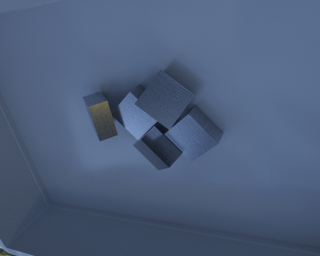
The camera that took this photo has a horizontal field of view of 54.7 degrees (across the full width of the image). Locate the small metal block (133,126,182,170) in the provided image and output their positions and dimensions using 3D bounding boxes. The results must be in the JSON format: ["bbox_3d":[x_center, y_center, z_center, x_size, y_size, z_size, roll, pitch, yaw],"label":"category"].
[{"bbox_3d":[-0.005,0.028,0.410,0.050,0.025,0.050,45,160,-3],"label":"small metal block"}]

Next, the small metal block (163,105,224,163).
[{"bbox_3d":[0.042,0.008,0.388,0.050,0.025,0.050,46,129,-4],"label":"small metal block"}]

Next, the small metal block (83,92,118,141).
[{"bbox_3d":[-0.081,-0.017,0.420,0.050,0.025,0.050,-137,30,-61],"label":"small metal block"}]

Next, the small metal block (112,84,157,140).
[{"bbox_3d":[-0.028,-0.020,0.407,0.050,0.025,0.050,44,129,-3],"label":"small metal block"}]

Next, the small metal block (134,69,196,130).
[{"bbox_3d":[0.007,-0.033,0.367,0.050,0.025,0.050,37,94,3],"label":"small metal block"}]
